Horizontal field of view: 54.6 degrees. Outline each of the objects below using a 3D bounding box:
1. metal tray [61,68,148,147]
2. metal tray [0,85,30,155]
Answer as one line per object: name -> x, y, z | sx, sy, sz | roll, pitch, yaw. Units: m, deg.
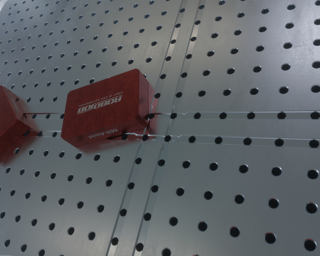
metal tray -> -0.083, -0.030, 0.468 | 0.130, 0.030, 0.090 | -15, 56, 20
metal tray -> -0.301, -0.012, 0.573 | 0.090, 0.030, 0.130 | -42, 51, -1
